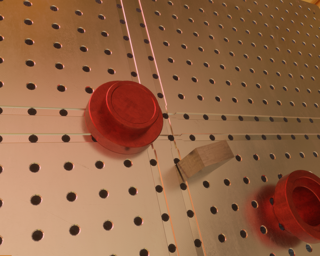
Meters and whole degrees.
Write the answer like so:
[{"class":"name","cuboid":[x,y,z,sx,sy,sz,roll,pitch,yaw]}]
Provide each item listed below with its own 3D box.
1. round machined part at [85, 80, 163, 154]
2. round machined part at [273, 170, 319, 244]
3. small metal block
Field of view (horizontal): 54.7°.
[{"class":"round machined part","cuboid":[-0.040,-0.020,0.388,0.099,0.042,0.098,14,56,-21]},{"class":"round machined part","cuboid":[0.200,0.112,0.436,0.099,0.042,0.098,14,56,-21]},{"class":"small metal block","cuboid":[0.058,0.042,0.398,0.050,0.050,0.025,-12,68,-33]}]
